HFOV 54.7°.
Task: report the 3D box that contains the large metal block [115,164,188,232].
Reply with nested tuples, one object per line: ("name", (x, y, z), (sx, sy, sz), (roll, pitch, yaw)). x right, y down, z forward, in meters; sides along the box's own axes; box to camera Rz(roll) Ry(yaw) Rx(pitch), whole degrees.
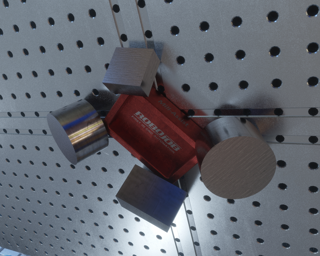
("large metal block", (-0.011, 0.103, 0.442), (0.080, 0.050, 0.080), (27, 158, 10))

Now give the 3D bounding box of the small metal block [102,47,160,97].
("small metal block", (-0.033, -0.067, 0.368), (0.050, 0.050, 0.025), (9, 160, 23))

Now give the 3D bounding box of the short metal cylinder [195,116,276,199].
("short metal cylinder", (0.083, 0.033, 0.352), (0.081, 0.050, 0.079), (-1, 116, -1))

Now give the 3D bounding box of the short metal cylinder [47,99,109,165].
("short metal cylinder", (-0.117, 0.005, 0.441), (0.080, 0.050, 0.079), (37, 143, 35))

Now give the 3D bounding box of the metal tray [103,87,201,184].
("metal tray", (-0.006, 0.007, 0.415), (0.130, 0.030, 0.090), (41, 129, -1))
